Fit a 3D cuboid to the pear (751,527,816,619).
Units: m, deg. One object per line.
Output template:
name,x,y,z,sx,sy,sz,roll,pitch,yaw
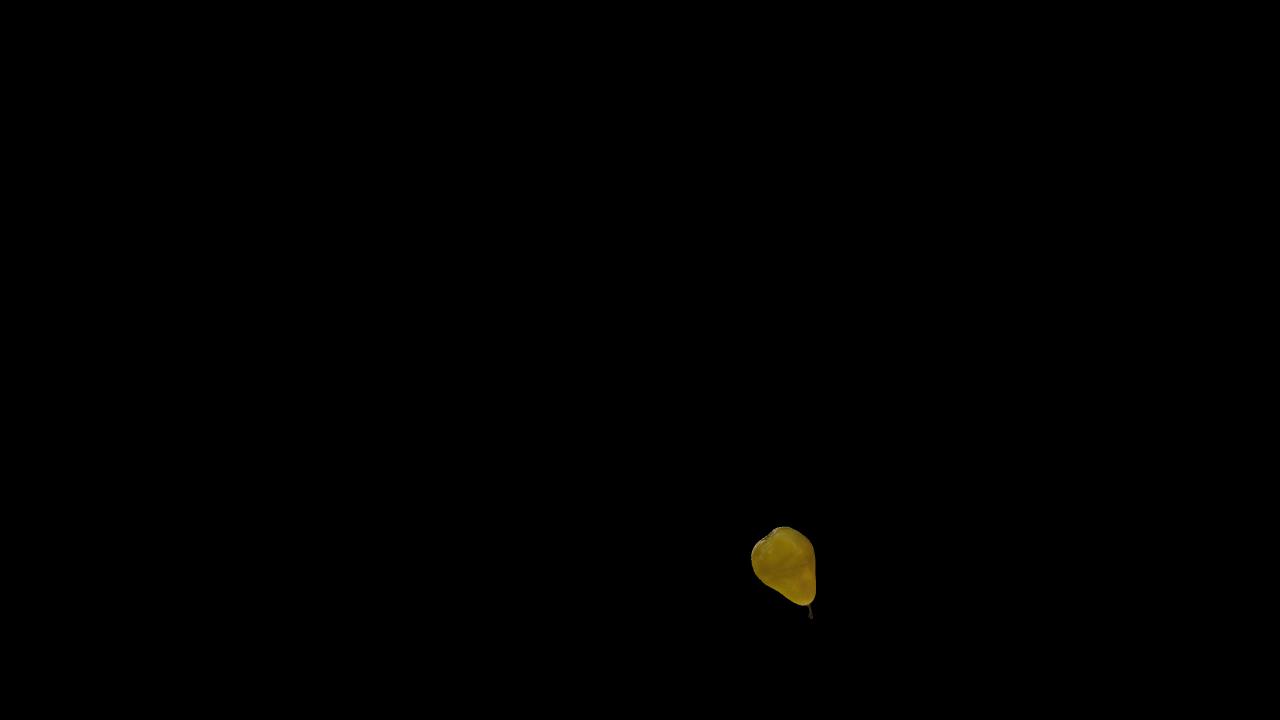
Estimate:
pear,0.194,0.268,0.771,0.080,0.111,0.080,-37,-12,-9
